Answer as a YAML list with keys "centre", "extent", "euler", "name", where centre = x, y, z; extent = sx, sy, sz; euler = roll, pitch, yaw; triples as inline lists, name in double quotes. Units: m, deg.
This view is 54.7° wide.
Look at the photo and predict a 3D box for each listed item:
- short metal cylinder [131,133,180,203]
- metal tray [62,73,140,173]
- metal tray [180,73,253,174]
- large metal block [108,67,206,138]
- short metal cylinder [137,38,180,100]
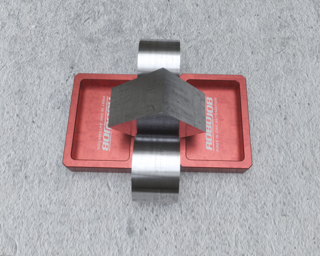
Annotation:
- centre: [-0.004, 0.047, 0.363]
  extent: [0.050, 0.080, 0.080]
  euler: [2, 70, 1]
  name: "short metal cylinder"
- centre: [-0.072, -0.008, 0.409]
  extent: [0.091, 0.030, 0.130]
  euler: [2, 70, 0]
  name: "metal tray"
- centre: [0.069, -0.007, 0.410]
  extent: [0.091, 0.030, 0.130]
  euler: [2, 70, 0]
  name: "metal tray"
- centre: [-0.002, -0.021, 0.366]
  extent: [0.080, 0.080, 0.050]
  euler: [-14, 65, 38]
  name: "large metal block"
- centre: [-0.001, -0.076, 0.408]
  extent: [0.050, 0.080, 0.080]
  euler: [2, 70, 1]
  name: "short metal cylinder"
